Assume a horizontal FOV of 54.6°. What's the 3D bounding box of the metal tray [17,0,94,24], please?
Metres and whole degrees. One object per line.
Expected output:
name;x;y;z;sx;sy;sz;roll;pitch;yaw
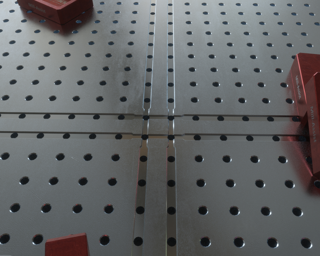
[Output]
metal tray;-0.212;-0.260;0.622;0.130;0.030;0.090;28;55;21

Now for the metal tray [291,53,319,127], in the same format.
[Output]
metal tray;0.249;-0.056;0.452;0.090;0.030;0.130;7;50;6

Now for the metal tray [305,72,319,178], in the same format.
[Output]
metal tray;0.234;-0.003;0.379;0.090;0.030;0.130;3;70;4

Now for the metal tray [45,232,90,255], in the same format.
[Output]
metal tray;-0.060;0.156;0.222;0.030;0.089;0.130;-7;43;-13
